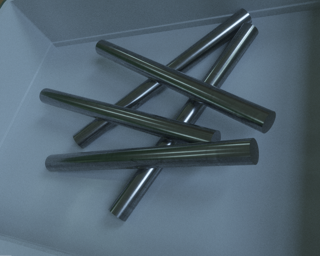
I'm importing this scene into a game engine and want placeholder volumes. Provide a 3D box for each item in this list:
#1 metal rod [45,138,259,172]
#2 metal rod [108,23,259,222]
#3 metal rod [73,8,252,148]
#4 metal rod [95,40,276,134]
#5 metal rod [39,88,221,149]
[{"bbox_3d":[-0.036,0.037,0.370,0.300,0.025,0.025,-7,58,35],"label":"metal rod"},{"bbox_3d":[0.036,-0.015,0.395,0.025,0.025,0.300,28,77,37],"label":"metal rod"},{"bbox_3d":[0.001,-0.069,0.446,0.300,0.025,0.025,-36,51,3],"label":"metal rod"},{"bbox_3d":[0.009,-0.068,0.407,0.300,0.025,0.025,31,79,37],"label":"metal rod"},{"bbox_3d":[-0.061,-0.019,0.414,0.300,0.025,0.025,15,70,33],"label":"metal rod"}]
